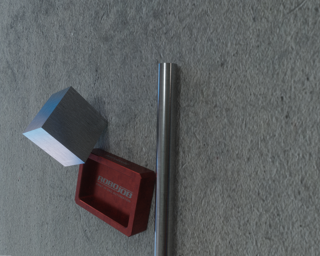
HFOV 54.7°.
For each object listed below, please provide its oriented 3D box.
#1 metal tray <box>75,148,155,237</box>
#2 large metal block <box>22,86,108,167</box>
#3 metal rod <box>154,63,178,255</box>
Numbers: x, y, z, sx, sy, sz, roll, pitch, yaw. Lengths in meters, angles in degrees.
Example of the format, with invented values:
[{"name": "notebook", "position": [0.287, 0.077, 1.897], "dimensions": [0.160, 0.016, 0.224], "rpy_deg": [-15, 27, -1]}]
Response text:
[{"name": "metal tray", "position": [-0.070, 0.089, 0.457], "dimensions": [0.130, 0.030, 0.089], "rpy_deg": [16, 100, 38]}, {"name": "large metal block", "position": [-0.136, -0.001, 0.457], "dimensions": [0.050, 0.080, 0.080], "rpy_deg": [-13, 41, 39]}, {"name": "metal rod", "position": [0.007, 0.068, 0.397], "dimensions": [0.025, 0.025, 0.298], "rpy_deg": [2, 91, 39]}]
